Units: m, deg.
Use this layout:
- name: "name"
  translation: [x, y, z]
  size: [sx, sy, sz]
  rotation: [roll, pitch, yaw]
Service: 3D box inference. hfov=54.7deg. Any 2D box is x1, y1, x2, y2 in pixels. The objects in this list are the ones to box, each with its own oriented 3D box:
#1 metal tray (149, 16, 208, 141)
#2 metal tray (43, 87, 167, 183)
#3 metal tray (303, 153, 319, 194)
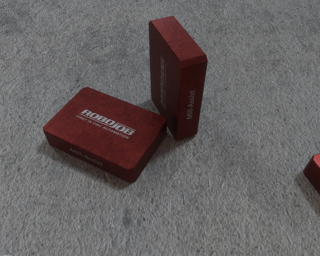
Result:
- name: "metal tray"
  translation: [0.018, -0.057, 0.383]
  size: [0.030, 0.129, 0.090]
  rotation: [-18, 53, -14]
- name: "metal tray"
  translation: [-0.068, 0.004, 0.396]
  size: [0.130, 0.030, 0.090]
  rotation: [22, 53, 17]
- name: "metal tray"
  translation: [0.235, 0.077, 0.336]
  size: [0.091, 0.030, 0.130]
  rotation: [-15, 52, -12]
